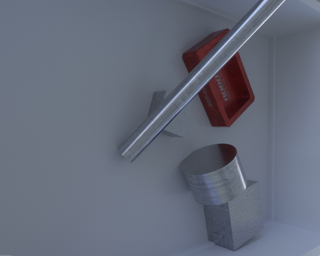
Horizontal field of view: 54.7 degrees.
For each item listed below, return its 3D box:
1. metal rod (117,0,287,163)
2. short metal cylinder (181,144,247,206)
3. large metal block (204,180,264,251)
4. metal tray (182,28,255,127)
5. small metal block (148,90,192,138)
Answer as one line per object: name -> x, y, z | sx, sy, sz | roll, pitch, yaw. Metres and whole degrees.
metal rod -> 0.061, -0.075, 0.381 | 0.300, 0.025, 0.025 | -47, 121, -2
short metal cylinder -> 0.076, 0.064, 0.437 | 0.081, 0.080, 0.050 | -35, 112, -35
large metal block -> 0.117, 0.132, 0.492 | 0.081, 0.050, 0.079 | -15, 100, -39
metal tray -> 0.096, -0.077, 0.486 | 0.090, 0.030, 0.129 | -41, 115, -32
small metal block -> 0.013, -0.018, 0.419 | 0.050, 0.025, 0.050 | 21, 77, -38
